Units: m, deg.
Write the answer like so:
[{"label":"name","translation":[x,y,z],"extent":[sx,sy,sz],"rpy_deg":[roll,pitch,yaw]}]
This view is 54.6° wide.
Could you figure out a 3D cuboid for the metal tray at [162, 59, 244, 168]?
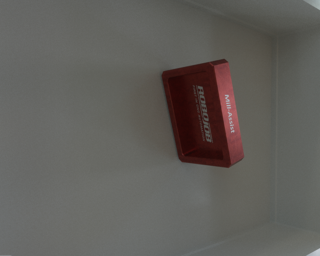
[{"label":"metal tray","translation":[0.054,-0.017,0.405],"extent":[0.030,0.090,0.129],"rpy_deg":[-21,104,-39]}]
